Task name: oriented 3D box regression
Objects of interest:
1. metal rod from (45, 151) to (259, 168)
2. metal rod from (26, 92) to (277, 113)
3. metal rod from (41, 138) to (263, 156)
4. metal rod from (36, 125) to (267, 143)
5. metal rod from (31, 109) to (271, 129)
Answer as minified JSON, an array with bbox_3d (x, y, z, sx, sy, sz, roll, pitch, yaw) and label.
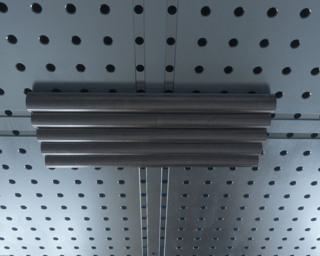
[{"bbox_3d":[-0.011,0.045,0.449,0.302,0.025,0.025,0,130,-1],"label":"metal rod"},{"bbox_3d":[-0.010,-0.031,0.385,0.302,0.025,0.025,0,130,-1],"label":"metal rod"},{"bbox_3d":[-0.011,0.026,0.434,0.302,0.025,0.025,0,130,-1],"label":"metal rod"},{"bbox_3d":[-0.010,0.007,0.418,0.302,0.025,0.025,0,130,-1],"label":"metal rod"},{"bbox_3d":[-0.010,-0.012,0.401,0.302,0.025,0.025,0,130,-1],"label":"metal rod"}]
